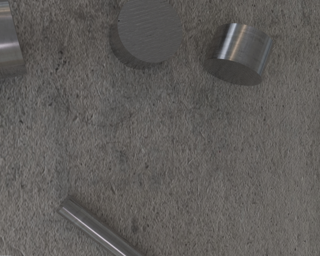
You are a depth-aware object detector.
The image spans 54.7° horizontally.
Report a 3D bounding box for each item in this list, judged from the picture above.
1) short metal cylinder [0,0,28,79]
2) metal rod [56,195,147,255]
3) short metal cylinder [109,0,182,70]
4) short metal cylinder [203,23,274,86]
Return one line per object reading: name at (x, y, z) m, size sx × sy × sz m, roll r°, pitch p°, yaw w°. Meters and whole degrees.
short metal cylinder at (-0.172, -0.090, 0.316) m, size 0.050 × 0.080 × 0.080 m, roll -14°, pitch 95°, yaw -19°
metal rod at (-0.010, 0.190, 0.405) m, size 0.300 × 0.025 × 0.025 m, roll 44°, pitch 76°, yaw -15°
short metal cylinder at (-0.019, -0.117, 0.388) m, size 0.081 × 0.050 × 0.079 m, roll 0°, pitch 90°, yaw -20°
short metal cylinder at (0.105, -0.097, 0.418) m, size 0.080 × 0.080 × 0.050 m, roll 23°, pitch 83°, yaw -19°
